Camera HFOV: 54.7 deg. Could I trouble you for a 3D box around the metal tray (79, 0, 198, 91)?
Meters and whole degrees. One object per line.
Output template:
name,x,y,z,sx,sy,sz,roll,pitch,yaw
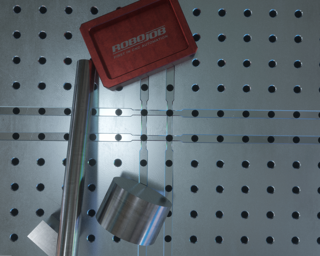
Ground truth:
metal tray,-0.027,-0.115,0.410,0.131,0.030,0.090,-23,90,0

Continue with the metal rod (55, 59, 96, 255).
metal rod,-0.105,0.059,0.381,0.025,0.025,0.299,3,78,0

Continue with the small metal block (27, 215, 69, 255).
small metal block,-0.136,0.141,0.398,0.050,0.050,0.025,43,79,0

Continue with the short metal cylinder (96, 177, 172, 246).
short metal cylinder,-0.032,0.101,0.386,0.080,0.080,0.050,25,90,0
